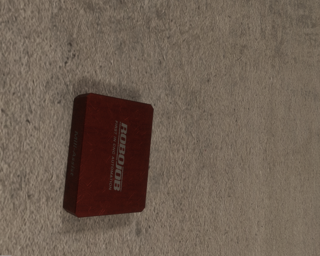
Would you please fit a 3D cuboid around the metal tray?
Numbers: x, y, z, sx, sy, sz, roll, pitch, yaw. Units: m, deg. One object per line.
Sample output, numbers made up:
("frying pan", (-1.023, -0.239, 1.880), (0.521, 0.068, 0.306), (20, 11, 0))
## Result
("metal tray", (-0.056, 0.031, 0.356), (0.091, 0.030, 0.129), (8, 85, -40))
